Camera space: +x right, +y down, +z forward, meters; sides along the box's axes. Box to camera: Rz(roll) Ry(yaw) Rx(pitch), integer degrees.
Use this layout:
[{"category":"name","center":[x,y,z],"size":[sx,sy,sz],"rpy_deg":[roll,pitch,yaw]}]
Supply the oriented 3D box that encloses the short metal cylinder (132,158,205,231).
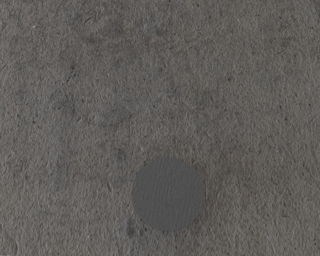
[{"category":"short metal cylinder","center":[0.009,0.080,0.366],"size":[0.080,0.050,0.080],"rpy_deg":[0,70,0]}]
